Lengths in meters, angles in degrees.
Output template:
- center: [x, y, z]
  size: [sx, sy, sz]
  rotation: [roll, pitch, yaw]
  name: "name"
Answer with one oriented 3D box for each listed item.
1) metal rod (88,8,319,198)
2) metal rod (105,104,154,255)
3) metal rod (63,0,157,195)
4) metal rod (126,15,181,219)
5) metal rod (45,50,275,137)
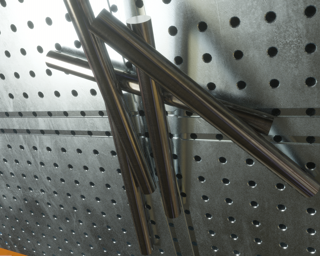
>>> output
- center: [0.059, -0.015, 0.324]
  size: [0.301, 0.025, 0.025]
  rotation: [36, 130, -15]
  name: "metal rod"
- center: [-0.044, 0.089, 0.487]
  size: [0.025, 0.025, 0.298]
  rotation: [6, 121, 25]
  name: "metal rod"
- center: [-0.054, -0.025, 0.394]
  size: [0.025, 0.025, 0.298]
  rotation: [3, 129, 26]
  name: "metal rod"
- center: [-0.001, 0.012, 0.392]
  size: [0.025, 0.025, 0.298]
  rotation: [8, 130, 23]
  name: "metal rod"
- center: [-0.013, -0.049, 0.386]
  size: [0.301, 0.025, 0.025]
  rotation: [19, 126, 16]
  name: "metal rod"
